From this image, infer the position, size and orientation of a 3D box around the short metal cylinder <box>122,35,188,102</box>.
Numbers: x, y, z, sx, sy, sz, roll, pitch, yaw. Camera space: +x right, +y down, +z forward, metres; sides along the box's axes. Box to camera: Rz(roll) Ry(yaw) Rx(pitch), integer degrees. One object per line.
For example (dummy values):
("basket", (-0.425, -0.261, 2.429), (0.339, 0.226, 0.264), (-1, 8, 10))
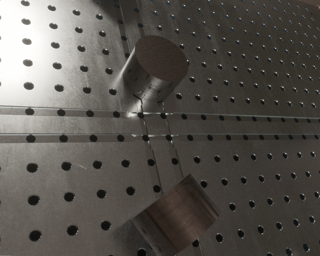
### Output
("short metal cylinder", (-0.007, -0.084, 0.441), (0.081, 0.050, 0.080), (14, 56, -21))

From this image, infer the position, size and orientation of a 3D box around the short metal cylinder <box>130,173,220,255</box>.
("short metal cylinder", (0.016, 0.092, 0.327), (0.081, 0.080, 0.050), (-31, 80, -38))
